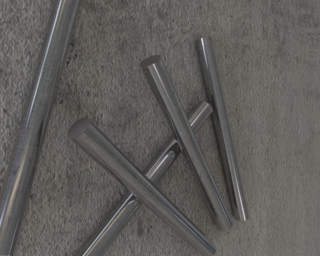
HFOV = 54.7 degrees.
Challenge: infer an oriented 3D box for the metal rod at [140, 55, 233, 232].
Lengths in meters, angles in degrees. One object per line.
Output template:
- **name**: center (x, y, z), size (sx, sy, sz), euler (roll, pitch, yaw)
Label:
- **metal rod**: center (0.046, 0.041, 0.413), size (0.025, 0.025, 0.299), euler (-47, 127, -29)

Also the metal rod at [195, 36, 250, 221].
- **metal rod**: center (0.101, 0.008, 0.489), size (0.025, 0.025, 0.298), euler (-24, 105, -37)

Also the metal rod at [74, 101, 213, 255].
- **metal rod**: center (-0.019, 0.070, 0.389), size (0.301, 0.025, 0.025), euler (-50, 120, -28)

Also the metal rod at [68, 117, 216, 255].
- **metal rod**: center (0.000, 0.092, 0.373), size (0.300, 0.025, 0.025), euler (52, 60, -38)

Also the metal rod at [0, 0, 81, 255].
- **metal rod**: center (-0.120, -0.015, 0.303), size (0.025, 0.025, 0.299), euler (19, 78, -39)
